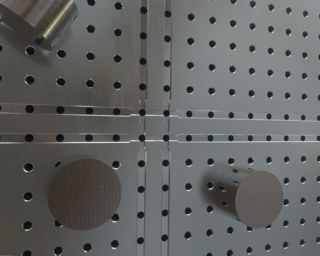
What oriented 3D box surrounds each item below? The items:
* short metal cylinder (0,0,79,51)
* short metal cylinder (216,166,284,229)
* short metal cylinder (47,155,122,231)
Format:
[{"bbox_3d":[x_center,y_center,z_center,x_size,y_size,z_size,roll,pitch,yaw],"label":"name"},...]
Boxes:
[{"bbox_3d":[-0.137,-0.129,0.333,0.080,0.080,0.050,35,79,-17],"label":"short metal cylinder"},{"bbox_3d":[0.129,0.098,0.449,0.081,0.050,0.079,0,90,-21],"label":"short metal cylinder"},{"bbox_3d":[-0.091,0.074,0.367,0.081,0.050,0.079,0,90,-21],"label":"short metal cylinder"}]
